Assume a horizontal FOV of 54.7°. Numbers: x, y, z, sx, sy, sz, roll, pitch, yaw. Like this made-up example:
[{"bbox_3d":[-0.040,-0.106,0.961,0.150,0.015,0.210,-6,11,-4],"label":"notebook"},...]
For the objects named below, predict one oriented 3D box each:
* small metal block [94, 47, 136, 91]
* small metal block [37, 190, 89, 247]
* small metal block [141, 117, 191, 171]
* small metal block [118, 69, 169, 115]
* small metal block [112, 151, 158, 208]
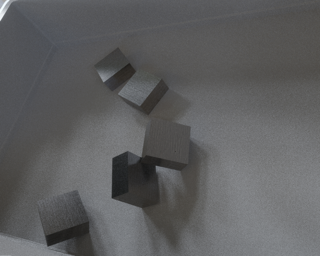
[{"bbox_3d":[-0.073,-0.096,0.503,0.050,0.025,0.050,-36,51,4],"label":"small metal block"},{"bbox_3d":[-0.120,0.111,0.385,0.050,0.025,0.050,-13,46,-25],"label":"small metal block"},{"bbox_3d":[0.008,0.020,0.373,0.050,0.025,0.050,14,61,-12],"label":"small metal block"},{"bbox_3d":[-0.024,-0.053,0.451,0.050,0.025,0.050,30,78,37],"label":"small metal block"},{"bbox_3d":[-0.029,0.062,0.365,0.025,0.050,0.050,-26,51,29],"label":"small metal block"}]
